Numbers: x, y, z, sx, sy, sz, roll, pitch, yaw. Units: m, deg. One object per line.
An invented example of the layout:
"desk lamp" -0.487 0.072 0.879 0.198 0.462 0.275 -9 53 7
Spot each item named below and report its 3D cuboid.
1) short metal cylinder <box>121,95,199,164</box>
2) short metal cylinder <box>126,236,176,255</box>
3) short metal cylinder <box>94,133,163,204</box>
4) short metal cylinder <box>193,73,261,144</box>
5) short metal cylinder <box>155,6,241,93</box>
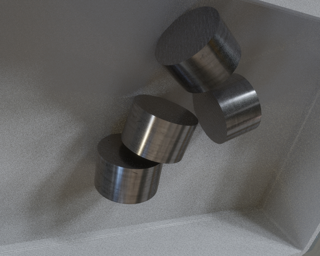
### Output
"short metal cylinder" -0.001 0.000 0.372 0.081 0.080 0.050 8 114 -32
"short metal cylinder" -0.018 0.225 0.505 0.081 0.080 0.050 1 118 -29
"short metal cylinder" -0.038 0.047 0.381 0.081 0.080 0.050 -4 120 -27
"short metal cylinder" 0.085 -0.025 0.404 0.050 0.080 0.080 -22 127 -15
"short metal cylinder" 0.042 -0.085 0.343 0.080 0.080 0.050 -46 129 4
